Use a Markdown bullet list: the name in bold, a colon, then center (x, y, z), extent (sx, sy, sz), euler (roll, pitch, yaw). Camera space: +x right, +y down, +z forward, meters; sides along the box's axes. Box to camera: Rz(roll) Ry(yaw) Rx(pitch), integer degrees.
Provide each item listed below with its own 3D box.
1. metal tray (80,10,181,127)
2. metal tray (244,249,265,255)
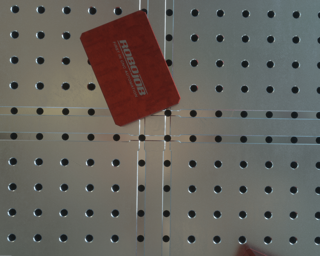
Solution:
- **metal tray**: center (-0.038, -0.077, 0.410), extent (0.090, 0.030, 0.129), euler (-22, 90, -1)
- **metal tray**: center (0.135, 0.242, 0.412), extent (0.090, 0.030, 0.129), euler (24, 90, -1)
